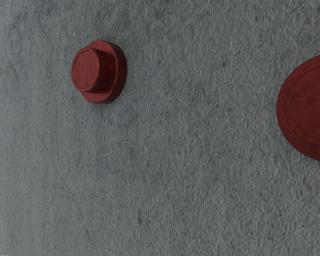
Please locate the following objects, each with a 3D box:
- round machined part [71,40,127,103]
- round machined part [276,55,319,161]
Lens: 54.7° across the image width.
[{"bbox_3d":[-0.099,-0.087,0.476,0.098,0.042,0.097,0,90,40],"label":"round machined part"},{"bbox_3d":[0.150,-0.018,0.270,0.098,0.042,0.097,0,90,40],"label":"round machined part"}]
